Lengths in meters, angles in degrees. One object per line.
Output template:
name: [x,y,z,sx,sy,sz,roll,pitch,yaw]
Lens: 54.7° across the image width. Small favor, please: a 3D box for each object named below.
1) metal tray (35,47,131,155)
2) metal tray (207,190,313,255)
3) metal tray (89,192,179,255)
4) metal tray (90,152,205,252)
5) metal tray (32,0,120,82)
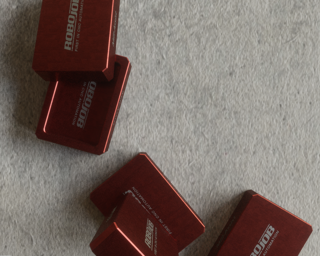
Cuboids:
metal tray: [-0.098,-0.038,0.406,0.091,0.030,0.129,16,90,-1]
metal tray: [0.126,0.160,0.409,0.090,0.030,0.130,31,90,-1]
metal tray: [-0.020,0.123,0.327,0.030,0.130,0.090,-43,91,0]
metal tray: [-0.016,0.108,0.407,0.090,0.030,0.130,-39,91,0]
metal tray: [-0.101,-0.124,0.386,0.091,0.030,0.129,1,75,5]
